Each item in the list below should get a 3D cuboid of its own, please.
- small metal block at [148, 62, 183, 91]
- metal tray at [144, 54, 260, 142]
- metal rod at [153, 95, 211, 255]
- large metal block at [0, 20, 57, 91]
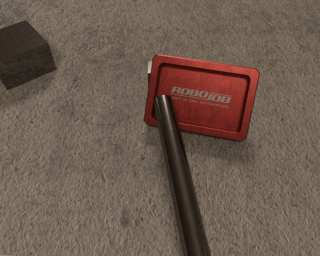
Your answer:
[{"bbox_3d":[0.009,-0.067,0.444,0.050,0.050,0.025,0,50,0],"label":"small metal block"},{"bbox_3d":[0.051,-0.039,0.396,0.131,0.089,0.030,10,9,8],"label":"metal tray"},{"bbox_3d":[0.028,0.089,0.309,0.025,0.025,0.299,-7,56,-6],"label":"metal rod"},{"bbox_3d":[-0.222,-0.115,0.481,0.081,0.050,0.080,-31,57,-24],"label":"large metal block"}]
